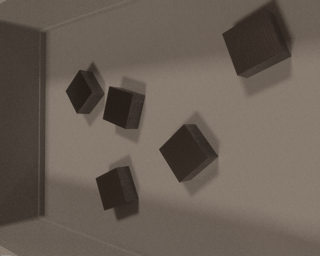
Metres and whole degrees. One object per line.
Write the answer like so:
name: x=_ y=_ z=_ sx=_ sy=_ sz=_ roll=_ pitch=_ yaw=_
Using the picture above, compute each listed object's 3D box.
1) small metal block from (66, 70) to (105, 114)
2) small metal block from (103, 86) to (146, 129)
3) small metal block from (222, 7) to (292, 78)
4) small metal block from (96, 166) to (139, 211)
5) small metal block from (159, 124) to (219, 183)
small metal block: x=-0.123 y=-0.058 z=0.505 sx=0.050 sy=0.025 sz=0.050 roll=-46 pitch=63 yaw=30
small metal block: x=-0.053 y=-0.030 z=0.448 sx=0.050 sy=0.025 sz=0.050 roll=22 pitch=104 yaw=37
small metal block: x=0.100 y=-0.087 z=0.323 sx=0.050 sy=0.025 sz=0.050 roll=-26 pitch=74 yaw=36
small metal block: x=-0.064 y=0.089 z=0.457 sx=0.050 sy=0.025 sz=0.050 roll=-30 pitch=72 yaw=35
small metal block: x=0.034 y=0.030 z=0.377 sx=0.050 sy=0.025 sz=0.050 roll=-47 pitch=63 yaw=29
